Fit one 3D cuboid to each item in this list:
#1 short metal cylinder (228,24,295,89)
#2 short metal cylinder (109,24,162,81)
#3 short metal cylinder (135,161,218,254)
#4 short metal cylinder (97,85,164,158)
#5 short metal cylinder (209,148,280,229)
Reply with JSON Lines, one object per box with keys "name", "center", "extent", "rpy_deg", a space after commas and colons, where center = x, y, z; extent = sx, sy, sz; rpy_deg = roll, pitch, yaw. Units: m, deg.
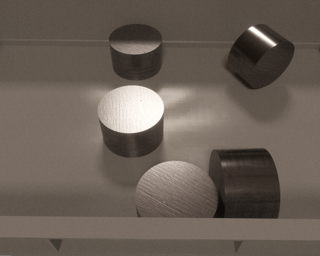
{"name": "short metal cylinder", "center": [0.149, -0.106, 0.460], "extent": [0.081, 0.080, 0.050], "rpy_deg": [-24, 54, -19]}
{"name": "short metal cylinder", "center": [-0.037, -0.120, 0.490], "extent": [0.081, 0.050, 0.080], "rpy_deg": [0, 50, 0]}
{"name": "short metal cylinder", "center": [0.016, 0.081, 0.321], "extent": [0.081, 0.050, 0.080], "rpy_deg": [0, 50, 0]}
{"name": "short metal cylinder", "center": [-0.036, -0.009, 0.396], "extent": [0.081, 0.050, 0.080], "rpy_deg": [0, 50, 0]}
{"name": "short metal cylinder", "center": [0.083, 0.061, 0.319], "extent": [0.050, 0.080, 0.080], "rpy_deg": [-2, 50, -2]}
